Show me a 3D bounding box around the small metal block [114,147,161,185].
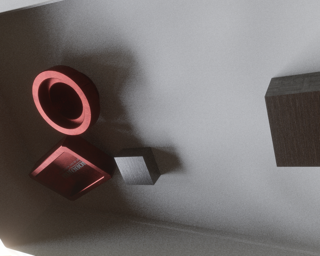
[{"bbox_3d":[-0.033,0.057,0.460,0.050,0.025,0.050,-5,116,30],"label":"small metal block"}]

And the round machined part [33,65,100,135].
[{"bbox_3d":[-0.125,-0.042,0.436,0.098,0.042,0.097,13,124,20],"label":"round machined part"}]

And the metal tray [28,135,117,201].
[{"bbox_3d":[-0.143,0.067,0.502,0.090,0.030,0.130,38,131,-22],"label":"metal tray"}]

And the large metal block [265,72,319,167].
[{"bbox_3d":[0.155,-0.009,0.305,0.080,0.050,0.080,-4,117,30],"label":"large metal block"}]
